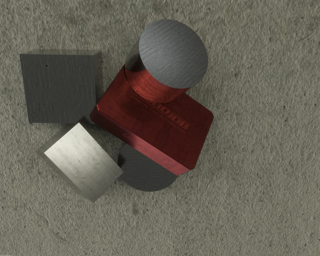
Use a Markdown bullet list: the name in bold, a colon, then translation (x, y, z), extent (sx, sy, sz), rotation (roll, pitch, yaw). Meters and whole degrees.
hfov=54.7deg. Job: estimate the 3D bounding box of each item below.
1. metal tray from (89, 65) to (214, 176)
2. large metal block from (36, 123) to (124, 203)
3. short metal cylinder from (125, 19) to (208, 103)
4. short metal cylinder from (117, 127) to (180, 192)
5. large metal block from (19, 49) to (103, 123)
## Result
- **metal tray**: translation (-0.005, -0.014, 0.372), extent (0.130, 0.090, 0.030), rotation (34, 146, -12)
- **large metal block**: translation (-0.103, 0.042, 0.389), extent (0.050, 0.080, 0.080), rotation (-46, 108, -22)
- **short metal cylinder**: translation (0.006, -0.073, 0.350), extent (0.081, 0.050, 0.080), rotation (6, 74, -22)
- **short metal cylinder**: translation (-0.013, 0.037, 0.412), extent (0.081, 0.050, 0.079), rotation (0, 110, 0)
- **large metal block**: translation (-0.114, -0.052, 0.375), extent (0.081, 0.050, 0.079), rotation (1, 110, -1)
